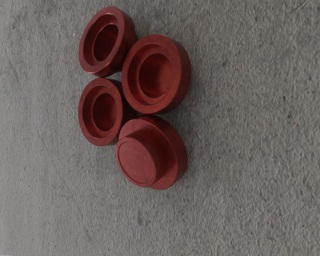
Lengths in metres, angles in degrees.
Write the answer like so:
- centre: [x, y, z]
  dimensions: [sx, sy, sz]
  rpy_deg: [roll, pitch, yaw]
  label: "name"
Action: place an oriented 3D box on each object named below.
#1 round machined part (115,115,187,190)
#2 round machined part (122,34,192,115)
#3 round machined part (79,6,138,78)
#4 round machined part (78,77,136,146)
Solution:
- centre: [-0.018, 0.035, 0.389]
  dimensions: [0.098, 0.042, 0.097]
  rpy_deg: [20, 123, 34]
  label: "round machined part"
- centre: [0.000, -0.065, 0.394]
  dimensions: [0.098, 0.042, 0.097]
  rpy_deg: [0, 90, 40]
  label: "round machined part"
- centre: [-0.070, -0.118, 0.443]
  dimensions: [0.098, 0.042, 0.098]
  rpy_deg: [-13, 70, 38]
  label: "round machined part"
- centre: [-0.073, -0.023, 0.455]
  dimensions: [0.098, 0.042, 0.097]
  rpy_deg: [0, 90, 40]
  label: "round machined part"
